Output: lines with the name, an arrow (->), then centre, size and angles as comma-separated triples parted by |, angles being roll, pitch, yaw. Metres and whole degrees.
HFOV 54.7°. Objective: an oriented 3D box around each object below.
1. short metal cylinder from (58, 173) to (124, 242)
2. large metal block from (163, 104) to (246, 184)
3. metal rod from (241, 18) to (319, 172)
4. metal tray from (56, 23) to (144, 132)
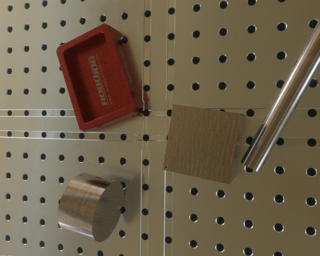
short metal cylinder -> -0.090, 0.105, 0.415 | 0.050, 0.080, 0.079 | 11, 94, 20
large metal block -> 0.055, 0.017, 0.380 | 0.080, 0.050, 0.079 | 10, 93, 19
metal rod -> 0.174, -0.086, 0.350 | 0.025, 0.025, 0.298 | 29, 99, 17
metal tray -> -0.087, -0.069, 0.440 | 0.090, 0.030, 0.129 | -20, 83, 18
